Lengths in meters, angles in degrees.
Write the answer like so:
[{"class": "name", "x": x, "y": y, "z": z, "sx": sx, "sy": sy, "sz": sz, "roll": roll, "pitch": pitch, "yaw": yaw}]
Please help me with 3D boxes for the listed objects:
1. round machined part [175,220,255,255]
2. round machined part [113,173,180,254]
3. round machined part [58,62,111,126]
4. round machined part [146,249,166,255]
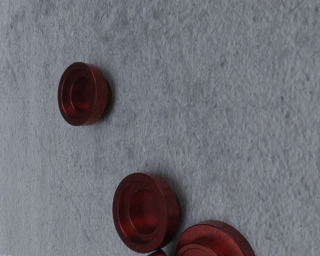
[{"class": "round machined part", "x": 0.056, "y": 0.158, "z": 0.347, "sx": 0.098, "sy": 0.042, "sz": 0.097, "roll": 0, "pitch": 90, "yaw": 39}, {"class": "round machined part", "x": -0.013, "y": 0.106, "z": 0.400, "sx": 0.098, "sy": 0.042, "sz": 0.097, "roll": -5, "pitch": 82, "yaw": 41}, {"class": "round machined part", "x": -0.115, "y": -0.052, "z": 0.486, "sx": 0.098, "sy": 0.042, "sz": 0.097, "roll": 0, "pitch": 90, "yaw": 39}, {"class": "round machined part", "x": 0.003, "y": 0.195, "z": 0.355, "sx": 0.098, "sy": 0.042, "sz": 0.098, "roll": 59, "pitch": 164, "yaw": 30}]
